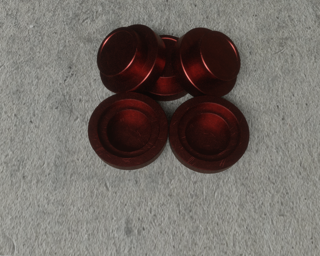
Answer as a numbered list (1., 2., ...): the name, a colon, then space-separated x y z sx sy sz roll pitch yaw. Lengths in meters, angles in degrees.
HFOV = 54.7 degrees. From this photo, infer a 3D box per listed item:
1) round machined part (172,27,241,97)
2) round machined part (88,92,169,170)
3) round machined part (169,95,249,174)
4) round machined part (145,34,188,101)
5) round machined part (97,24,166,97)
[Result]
1. round machined part: 0.068 -0.088 0.410 0.099 0.042 0.098 8 74 -30
2. round machined part: -0.039 0.006 0.397 0.099 0.042 0.098 0 70 -1
3. round machined part: 0.060 0.011 0.397 0.099 0.042 0.098 0 70 -1
4. round machined part: 0.007 -0.090 0.433 0.099 0.042 0.098 0 70 -1
5. round machined part: -0.044 -0.093 0.408 0.098 0.042 0.098 -10 71 31
